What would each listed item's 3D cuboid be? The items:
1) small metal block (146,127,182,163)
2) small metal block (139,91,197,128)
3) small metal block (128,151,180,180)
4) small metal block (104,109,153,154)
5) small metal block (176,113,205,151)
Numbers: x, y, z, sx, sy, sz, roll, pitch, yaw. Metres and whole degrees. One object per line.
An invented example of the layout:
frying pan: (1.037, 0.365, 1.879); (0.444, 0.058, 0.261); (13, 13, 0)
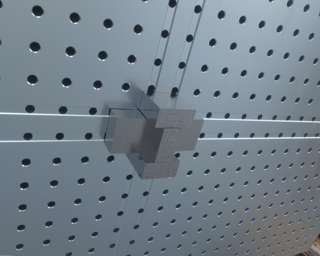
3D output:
small metal block: (0.000, 0.010, 0.402); (0.025, 0.050, 0.050); (1, 118, -29)
small metal block: (0.009, -0.023, 0.387); (0.050, 0.050, 0.025); (1, 118, -29)
small metal block: (-0.009, 0.043, 0.418); (0.050, 0.050, 0.025); (1, 118, -29)
small metal block: (-0.039, 0.004, 0.393); (0.050, 0.025, 0.050); (0, 118, -29)
small metal block: (0.027, 0.004, 0.430); (0.050, 0.025, 0.050); (1, 118, -29)
